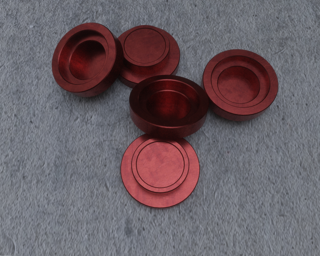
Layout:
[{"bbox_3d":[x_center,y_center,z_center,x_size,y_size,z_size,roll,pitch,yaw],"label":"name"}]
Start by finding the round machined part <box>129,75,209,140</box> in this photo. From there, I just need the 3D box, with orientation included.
[{"bbox_3d":[0.011,-0.022,0.397,0.099,0.042,0.098,2,47,-2],"label":"round machined part"}]

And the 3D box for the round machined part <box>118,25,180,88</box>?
[{"bbox_3d":[-0.020,-0.105,0.438,0.099,0.042,0.098,0,70,-1],"label":"round machined part"}]

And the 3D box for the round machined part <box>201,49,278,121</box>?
[{"bbox_3d":[0.105,-0.054,0.421,0.099,0.042,0.098,0,70,-1],"label":"round machined part"}]

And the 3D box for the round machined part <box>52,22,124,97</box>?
[{"bbox_3d":[-0.093,-0.088,0.420,0.098,0.042,0.098,-5,76,20],"label":"round machined part"}]

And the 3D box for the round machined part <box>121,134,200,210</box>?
[{"bbox_3d":[0.000,0.049,0.382,0.099,0.042,0.098,0,70,-1],"label":"round machined part"}]
